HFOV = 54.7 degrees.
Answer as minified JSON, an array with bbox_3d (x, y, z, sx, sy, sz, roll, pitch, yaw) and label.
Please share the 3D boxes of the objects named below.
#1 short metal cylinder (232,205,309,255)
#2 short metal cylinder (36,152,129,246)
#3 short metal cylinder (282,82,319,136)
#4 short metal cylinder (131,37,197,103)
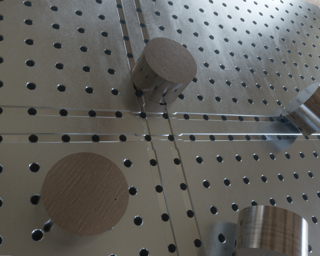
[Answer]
[{"bbox_3d":[0.129,0.133,0.361,0.080,0.080,0.050,29,52,-10],"label":"short metal cylinder"},{"bbox_3d":[-0.077,0.071,0.307,0.081,0.050,0.080,14,56,-21],"label":"short metal cylinder"},{"bbox_3d":[0.259,-0.032,0.531,0.050,0.080,0.080,43,51,1],"label":"short metal cylinder"},{"bbox_3d":[0.006,-0.082,0.445,0.081,0.050,0.080,14,56,-21],"label":"short metal cylinder"}]
